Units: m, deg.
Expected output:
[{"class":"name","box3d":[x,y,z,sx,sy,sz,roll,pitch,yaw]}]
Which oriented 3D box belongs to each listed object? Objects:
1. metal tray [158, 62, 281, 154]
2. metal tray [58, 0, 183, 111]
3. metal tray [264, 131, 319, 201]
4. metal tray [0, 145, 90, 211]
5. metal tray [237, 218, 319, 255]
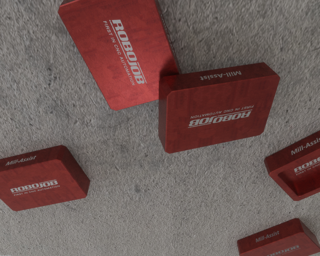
[{"class":"metal tray","box3d":[0.065,-0.023,0.361,0.131,0.030,0.089,-11,132,-13]},{"class":"metal tray","box3d":[-0.034,-0.086,0.331,0.090,0.030,0.130,-14,129,11]},{"class":"metal tray","box3d":[0.232,0.050,0.448,0.130,0.030,0.090,-33,123,25]},{"class":"metal tray","box3d":[-0.185,0.079,0.469,0.130,0.030,0.090,-13,129,10]},{"class":"metal tray","box3d":[0.229,0.229,0.601,0.130,0.030,0.090,-32,123,24]}]
